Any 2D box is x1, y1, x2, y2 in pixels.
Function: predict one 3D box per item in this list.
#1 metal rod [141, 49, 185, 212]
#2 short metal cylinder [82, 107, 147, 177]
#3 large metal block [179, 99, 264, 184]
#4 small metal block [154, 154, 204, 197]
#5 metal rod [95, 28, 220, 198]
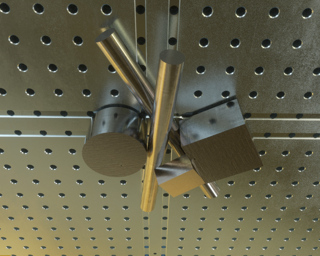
[{"bbox_3d":[-0.004,0.030,0.407,0.025,0.025,0.298,5,138,-4],"label":"metal rod"},{"bbox_3d":[-0.057,0.019,0.406,0.081,0.050,0.079,-1,130,-1],"label":"short metal cylinder"},{"bbox_3d":[0.080,0.020,0.407,0.080,0.050,0.080,-21,127,17],"label":"large metal block"},{"bbox_3d":[0.028,0.065,0.421,0.050,0.025,0.050,-27,141,11],"label":"small metal block"},{"bbox_3d":[0.013,0.003,0.409,0.025,0.025,0.300,-22,127,18],"label":"metal rod"}]
